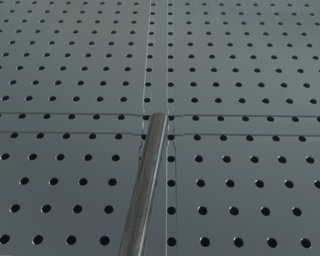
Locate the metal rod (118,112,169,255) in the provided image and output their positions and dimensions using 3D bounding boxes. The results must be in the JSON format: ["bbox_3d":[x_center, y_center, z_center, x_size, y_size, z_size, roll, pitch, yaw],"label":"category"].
[{"bbox_3d":[-0.024,0.101,0.322,0.025,0.025,0.300,7,50,6],"label":"metal rod"}]
